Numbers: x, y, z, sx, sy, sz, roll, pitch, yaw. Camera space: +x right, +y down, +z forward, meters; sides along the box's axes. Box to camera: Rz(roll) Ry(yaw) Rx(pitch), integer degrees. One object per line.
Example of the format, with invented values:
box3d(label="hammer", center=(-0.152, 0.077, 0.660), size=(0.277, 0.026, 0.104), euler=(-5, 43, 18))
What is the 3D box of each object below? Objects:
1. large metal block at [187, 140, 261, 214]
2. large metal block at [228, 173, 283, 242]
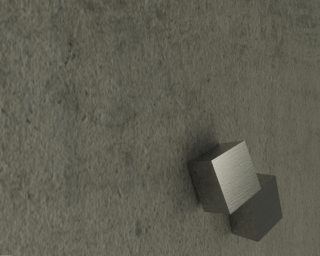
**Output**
box3d(label="large metal block", center=(0.097, 0.072, 0.465), size=(0.081, 0.050, 0.080), euler=(-24, 96, -38))
box3d(label="large metal block", center=(0.159, 0.131, 0.526), size=(0.081, 0.050, 0.079), euler=(-23, 105, -38))
